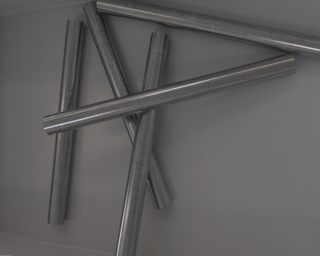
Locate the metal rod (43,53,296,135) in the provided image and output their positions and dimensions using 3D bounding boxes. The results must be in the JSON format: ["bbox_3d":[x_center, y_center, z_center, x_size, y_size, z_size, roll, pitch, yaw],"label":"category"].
[{"bbox_3d":[0.006,-0.039,0.371,0.301,0.025,0.025,-14,85,5],"label":"metal rod"}]

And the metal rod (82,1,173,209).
[{"bbox_3d":[-0.047,-0.036,0.427,0.025,0.025,0.299,-23,82,18],"label":"metal rod"}]

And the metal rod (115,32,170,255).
[{"bbox_3d":[-0.022,0.024,0.392,0.025,0.025,0.299,6,82,20],"label":"metal rod"}]

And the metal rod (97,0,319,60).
[{"bbox_3d":[0.056,-0.128,0.386,0.301,0.025,0.025,18,96,17],"label":"metal rod"}]

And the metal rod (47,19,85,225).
[{"bbox_3d":[-0.140,-0.007,0.459,0.025,0.025,0.298,7,92,20],"label":"metal rod"}]
